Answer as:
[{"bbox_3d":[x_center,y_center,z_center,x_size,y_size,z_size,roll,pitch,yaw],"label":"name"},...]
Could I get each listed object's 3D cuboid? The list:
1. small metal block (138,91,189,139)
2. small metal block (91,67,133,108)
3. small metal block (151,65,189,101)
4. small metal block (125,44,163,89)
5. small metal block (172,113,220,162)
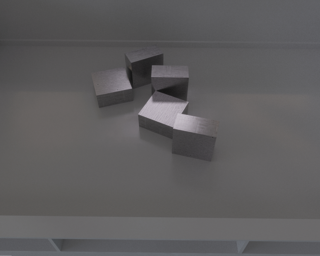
[{"bbox_3d":[0.005,-0.019,0.421,0.050,0.025,0.050,21,53,16],"label":"small metal block"},{"bbox_3d":[-0.070,-0.060,0.455,0.050,0.025,0.050,-13,51,-11],"label":"small metal block"},{"bbox_3d":[0.014,-0.061,0.440,0.050,0.050,0.025,1,50,1],"label":"small metal block"},{"bbox_3d":[-0.023,-0.092,0.466,0.050,0.050,0.025,-20,53,-16],"label":"small metal block"},{"bbox_3d":[0.043,0.012,0.379,0.050,0.050,0.025,11,51,9],"label":"small metal block"}]
